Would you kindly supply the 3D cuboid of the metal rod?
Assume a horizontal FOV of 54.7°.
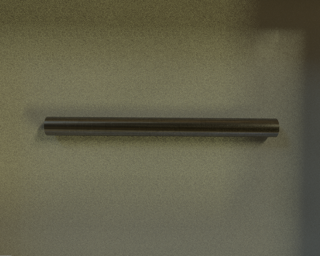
[{"bbox_3d":[0.003,-0.001,0.409,0.302,0.025,0.025,0,90,-1],"label":"metal rod"}]
